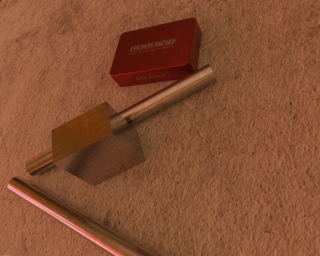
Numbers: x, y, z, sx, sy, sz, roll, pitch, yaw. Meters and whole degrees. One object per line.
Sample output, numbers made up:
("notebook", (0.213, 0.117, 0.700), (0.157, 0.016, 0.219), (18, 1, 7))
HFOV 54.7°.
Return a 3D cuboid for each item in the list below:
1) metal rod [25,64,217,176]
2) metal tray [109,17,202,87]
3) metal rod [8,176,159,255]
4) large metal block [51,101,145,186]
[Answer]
("metal rod", (-0.061, -0.007, 0.438), (0.301, 0.025, 0.025), (-27, 53, 10))
("metal tray", (-0.007, -0.114, 0.473), (0.130, 0.030, 0.090), (-4, 60, 26))
("metal rod", (-0.095, 0.118, 0.379), (0.300, 0.025, 0.025), (16, 70, 34))
("large metal block", (-0.077, 0.023, 0.393), (0.080, 0.080, 0.050), (-27, 53, 11))
